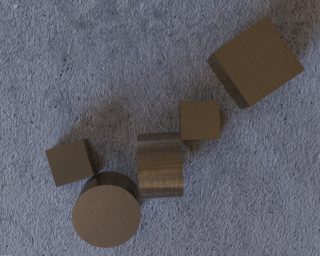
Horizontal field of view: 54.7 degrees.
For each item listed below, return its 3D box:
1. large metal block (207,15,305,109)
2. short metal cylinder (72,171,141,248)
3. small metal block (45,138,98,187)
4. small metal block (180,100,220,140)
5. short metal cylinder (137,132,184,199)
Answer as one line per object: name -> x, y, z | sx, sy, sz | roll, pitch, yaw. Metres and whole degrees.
large metal block -> 0.120, -0.081, 0.399 | 0.080, 0.050, 0.080 | -34, 90, 0
short metal cylinder -> -0.065, 0.101, 0.390 | 0.081, 0.050, 0.079 | -1, 100, -5
small metal block -> -0.116, 0.045, 0.409 | 0.050, 0.025, 0.050 | -17, 90, 0
small metal block -> 0.052, -0.010, 0.410 | 0.050, 0.025, 0.050 | -2, 90, 0
short metal cylinder -> 0.000, 0.046, 0.383 | 0.050, 0.080, 0.080 | -3, 90, 0
